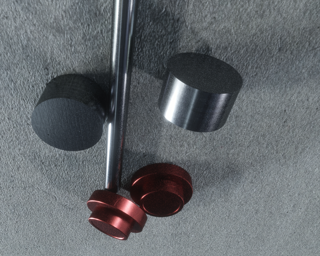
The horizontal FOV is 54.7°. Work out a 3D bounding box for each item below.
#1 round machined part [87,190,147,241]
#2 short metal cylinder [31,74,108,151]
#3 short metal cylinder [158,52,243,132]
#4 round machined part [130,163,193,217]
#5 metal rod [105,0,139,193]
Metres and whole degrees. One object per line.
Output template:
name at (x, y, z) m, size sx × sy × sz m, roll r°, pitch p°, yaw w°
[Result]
round machined part at (-0.073, 0.143, 0.492) m, size 0.098 × 0.042 × 0.097 m, roll 18°, pitch 146°, yaw 14°
short metal cylinder at (-0.106, -0.018, 0.374) m, size 0.081 × 0.050 × 0.079 m, roll 0°, pitch 130°, yaw 0°
short metal cylinder at (0.042, -0.040, 0.337) m, size 0.081 × 0.080 × 0.050 m, roll 9°, pitch 130°, yaw -8°
round machined part at (0.003, 0.103, 0.484) m, size 0.099 × 0.042 × 0.097 m, roll -1°, pitch 130°, yaw 0°
metal rod at (-0.053, -0.020, 0.389) m, size 0.025 × 0.025 × 0.298 m, roll 6°, pitch 130°, yaw -6°
